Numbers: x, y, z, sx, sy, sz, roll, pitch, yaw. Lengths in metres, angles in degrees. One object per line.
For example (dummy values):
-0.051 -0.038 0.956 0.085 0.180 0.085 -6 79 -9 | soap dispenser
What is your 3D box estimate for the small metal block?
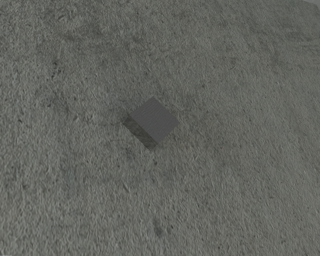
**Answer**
-0.011 -0.006 0.405 0.050 0.025 0.050 45 51 3 | small metal block
